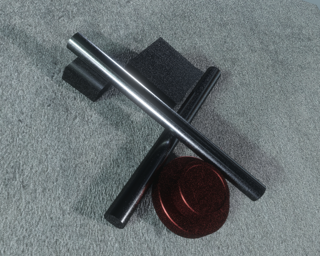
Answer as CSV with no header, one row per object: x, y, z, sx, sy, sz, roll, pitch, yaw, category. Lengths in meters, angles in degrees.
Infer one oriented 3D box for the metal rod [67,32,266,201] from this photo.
0.009,-0.013,0.387,0.300,0.025,0.025,40,51,-2,metal rod

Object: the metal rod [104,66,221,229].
0.021,0.003,0.418,0.025,0.025,0.301,38,51,-3,metal rod

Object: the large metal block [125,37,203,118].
0.000,-0.068,0.434,0.080,0.050,0.080,41,51,-1,large metal block

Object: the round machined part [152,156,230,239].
0.043,0.078,0.371,0.099,0.042,0.098,14,56,-21,round machined part

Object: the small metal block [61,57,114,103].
-0.089,-0.069,0.401,0.050,0.025,0.050,37,51,-4,small metal block
